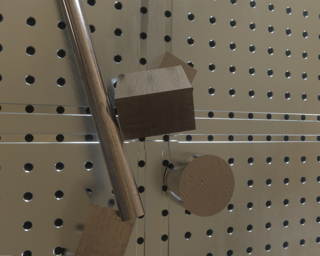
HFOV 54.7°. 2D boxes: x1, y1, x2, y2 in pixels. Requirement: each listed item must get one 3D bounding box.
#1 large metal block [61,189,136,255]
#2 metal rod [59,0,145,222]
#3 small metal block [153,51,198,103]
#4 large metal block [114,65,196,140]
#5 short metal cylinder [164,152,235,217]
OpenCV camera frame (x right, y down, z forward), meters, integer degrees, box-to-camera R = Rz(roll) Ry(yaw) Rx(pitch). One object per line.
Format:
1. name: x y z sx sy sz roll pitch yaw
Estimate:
1. large metal block: -0.073 0.123 0.357 0.050 0.080 0.080 21 83 -19
2. metal rod: -0.072 -0.048 0.344 0.025 0.025 0.299 -14 79 -20
3. small metal block: 0.015 -0.067 0.419 0.050 0.025 0.050 29 80 -18
4. large metal block: -0.007 -0.032 0.363 0.081 0.080 0.050 -9 118 -1
5. short metal cylinder: 0.053 0.074 0.420 0.081 0.050 0.079 0 90 -21
